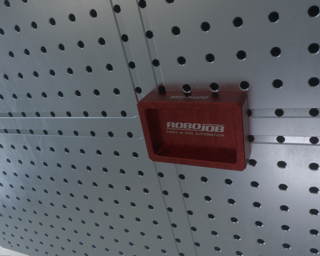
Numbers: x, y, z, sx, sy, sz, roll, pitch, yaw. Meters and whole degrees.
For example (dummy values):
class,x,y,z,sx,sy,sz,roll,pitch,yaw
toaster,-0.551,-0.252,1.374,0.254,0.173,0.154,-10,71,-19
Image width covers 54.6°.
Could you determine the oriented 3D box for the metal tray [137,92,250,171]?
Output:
class,x,y,z,sx,sy,sz,roll,pitch,yaw
metal tray,0.042,0.003,0.387,0.130,0.030,0.090,3,120,26
